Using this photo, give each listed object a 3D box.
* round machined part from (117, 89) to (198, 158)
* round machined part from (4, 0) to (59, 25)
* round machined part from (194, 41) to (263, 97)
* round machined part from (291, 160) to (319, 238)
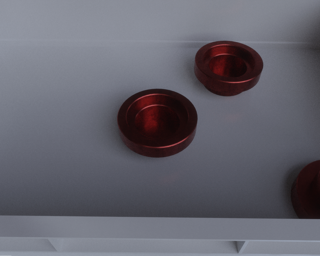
[{"bbox_3d":[-0.003,-0.002,0.395,0.099,0.042,0.098,0,50,0],"label":"round machined part"},{"bbox_3d":[-0.251,-0.246,0.601,0.099,0.042,0.098,0,50,0],"label":"round machined part"},{"bbox_3d":[0.100,-0.085,0.466,0.099,0.042,0.098,0,50,0],"label":"round machined part"},{"bbox_3d":[0.198,0.073,0.334,0.099,0.042,0.098,0,50,0],"label":"round machined part"}]
